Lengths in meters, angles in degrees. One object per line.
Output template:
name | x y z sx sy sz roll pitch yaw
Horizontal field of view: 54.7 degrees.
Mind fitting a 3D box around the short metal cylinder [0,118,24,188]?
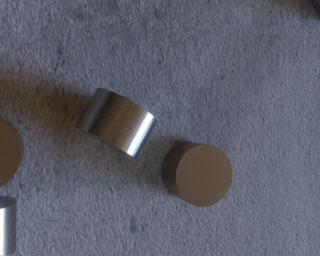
short metal cylinder | -0.189 0.026 0.326 0.081 0.050 0.079 0 90 -20

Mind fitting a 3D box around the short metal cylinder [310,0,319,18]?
short metal cylinder | 0.287 -0.207 0.488 0.080 0.080 0.050 -41 104 -15

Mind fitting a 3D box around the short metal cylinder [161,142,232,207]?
short metal cylinder | 0.048 0.060 0.415 0.081 0.050 0.079 0 90 -21

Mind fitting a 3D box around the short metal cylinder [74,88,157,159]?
short metal cylinder | -0.051 -0.004 0.362 0.080 0.080 0.050 31 80 -18

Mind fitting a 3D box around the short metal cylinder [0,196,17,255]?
short metal cylinder | -0.188 0.101 0.310 0.081 0.080 0.050 1 90 -20
